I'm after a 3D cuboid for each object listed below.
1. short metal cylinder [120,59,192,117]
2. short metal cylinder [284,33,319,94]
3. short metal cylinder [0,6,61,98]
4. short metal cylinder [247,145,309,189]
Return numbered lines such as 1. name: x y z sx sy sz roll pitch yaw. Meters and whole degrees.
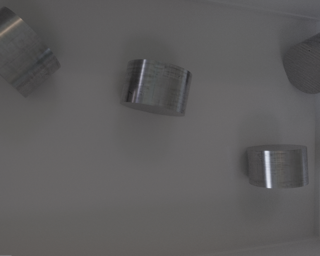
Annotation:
1. short metal cylinder: -0.005 -0.047 0.379 0.081 0.080 0.050 12 86 -20
2. short metal cylinder: 0.238 -0.098 0.469 0.050 0.080 0.080 -28 100 -18
3. short metal cylinder: -0.153 -0.077 0.325 0.080 0.080 0.050 47 76 -14
4. short metal cylinder: 0.167 0.052 0.443 0.081 0.080 0.050 -4 92 -20
